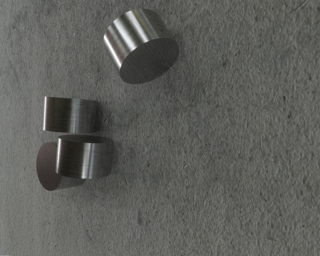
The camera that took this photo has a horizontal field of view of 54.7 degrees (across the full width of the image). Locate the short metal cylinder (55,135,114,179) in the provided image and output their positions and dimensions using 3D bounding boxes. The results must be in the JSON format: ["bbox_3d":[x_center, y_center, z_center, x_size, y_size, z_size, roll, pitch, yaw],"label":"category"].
[{"bbox_3d":[-0.112,0.040,0.462,0.080,0.081,0.050,10,97,39],"label":"short metal cylinder"}]

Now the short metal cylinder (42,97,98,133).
[{"bbox_3d":[-0.140,-0.021,0.485,0.080,0.081,0.050,7,95,40],"label":"short metal cylinder"}]

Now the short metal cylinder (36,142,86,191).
[{"bbox_3d":[-0.166,0.063,0.526,0.080,0.050,0.080,0,90,40],"label":"short metal cylinder"}]

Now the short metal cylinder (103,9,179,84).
[{"bbox_3d":[-0.023,-0.100,0.389,0.080,0.081,0.050,-43,64,31],"label":"short metal cylinder"}]
